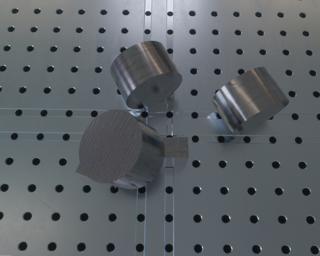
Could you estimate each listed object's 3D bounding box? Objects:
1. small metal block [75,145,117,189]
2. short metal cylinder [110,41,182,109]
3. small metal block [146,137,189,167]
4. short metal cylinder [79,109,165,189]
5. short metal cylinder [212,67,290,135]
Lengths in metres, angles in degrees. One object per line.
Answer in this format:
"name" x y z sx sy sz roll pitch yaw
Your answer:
"small metal block" -0.071 0.044 0.395 0.050 0.025 0.050 19 71 6
"short metal cylinder" -0.018 -0.068 0.407 0.080 0.080 0.050 -25 72 -9
"small metal block" 0.008 0.031 0.387 0.050 0.050 0.025 0 70 0
"short metal cylinder" -0.042 0.025 0.346 0.080 0.050 0.080 -9 68 25
"short metal cylinder" 0.114 -0.033 0.395 0.080 0.080 0.050 -25 72 -9
